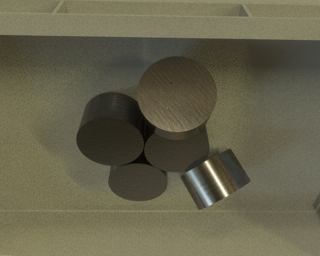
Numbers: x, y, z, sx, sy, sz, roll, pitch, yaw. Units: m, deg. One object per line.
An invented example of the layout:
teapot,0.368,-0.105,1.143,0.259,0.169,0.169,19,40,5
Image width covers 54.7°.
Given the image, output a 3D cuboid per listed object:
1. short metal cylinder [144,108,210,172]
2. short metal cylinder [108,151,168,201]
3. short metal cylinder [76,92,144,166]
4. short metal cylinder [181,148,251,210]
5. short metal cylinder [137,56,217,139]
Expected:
short metal cylinder,0.021,0.012,0.401,0.081,0.050,0.079,0,130,0
short metal cylinder,-0.030,0.059,0.440,0.081,0.050,0.079,0,130,0
short metal cylinder,-0.060,0.002,0.391,0.081,0.050,0.079,0,130,0
short metal cylinder,0.075,0.070,0.424,0.080,0.050,0.080,-28,168,-7
short metal cylinder,0.018,-0.030,0.336,0.081,0.080,0.050,-2,169,1
